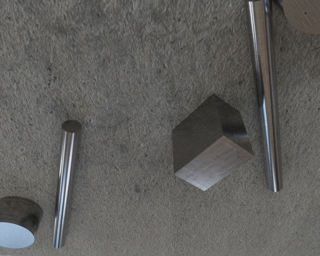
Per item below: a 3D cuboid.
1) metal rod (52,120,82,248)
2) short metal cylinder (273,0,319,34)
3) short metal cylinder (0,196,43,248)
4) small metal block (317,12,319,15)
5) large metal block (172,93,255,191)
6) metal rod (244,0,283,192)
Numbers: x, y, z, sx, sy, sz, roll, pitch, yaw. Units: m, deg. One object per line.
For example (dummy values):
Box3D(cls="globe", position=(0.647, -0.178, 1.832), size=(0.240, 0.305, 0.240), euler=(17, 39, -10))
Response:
Box3D(cls="metal rod", position=(-0.154, 0.108, 0.497), size=(0.025, 0.025, 0.298), euler=(12, 129, -10))
Box3D(cls="short metal cylinder", position=(0.144, -0.133, 0.279), size=(0.081, 0.050, 0.079), euler=(0, 130, 0))
Box3D(cls="short metal cylinder", position=(-0.247, 0.160, 0.525), size=(0.081, 0.050, 0.079), euler=(0, 130, 0))
Box3D(cls="small metal block", position=(0.198, -0.110, 0.316), size=(0.050, 0.025, 0.050), euler=(-32, 124, 24))
Box3D(cls="large metal block", position=(0.061, 0.017, 0.387), size=(0.050, 0.080, 0.080), euler=(32, 123, -24))
Box3D(cls="metal rod", position=(0.137, -0.019, 0.392), size=(0.025, 0.025, 0.299), euler=(-13, 129, 10))
